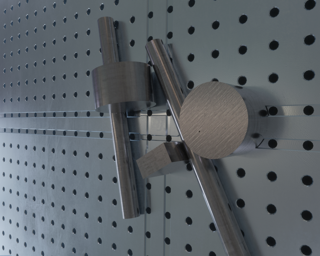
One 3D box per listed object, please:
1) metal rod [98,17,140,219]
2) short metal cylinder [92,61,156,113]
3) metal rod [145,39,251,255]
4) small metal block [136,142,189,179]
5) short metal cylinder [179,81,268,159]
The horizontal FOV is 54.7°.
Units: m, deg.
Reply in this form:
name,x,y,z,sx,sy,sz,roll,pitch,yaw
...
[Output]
name,x,y,z,sx,sy,sz,roll,pitch,yaw
metal rod,-0.062,-0.020,0.460,0.025,0.025,0.298,-14,81,39
short metal cylinder,-0.048,-0.052,0.413,0.080,0.081,0.050,-12,83,39
metal rod,0.042,0.023,0.374,0.025,0.025,0.299,-32,70,35
small metal block,0.008,0.039,0.387,0.050,0.050,0.025,-35,69,34
short metal cylinder,0.068,-0.008,0.337,0.080,0.050,0.079,0,90,40
